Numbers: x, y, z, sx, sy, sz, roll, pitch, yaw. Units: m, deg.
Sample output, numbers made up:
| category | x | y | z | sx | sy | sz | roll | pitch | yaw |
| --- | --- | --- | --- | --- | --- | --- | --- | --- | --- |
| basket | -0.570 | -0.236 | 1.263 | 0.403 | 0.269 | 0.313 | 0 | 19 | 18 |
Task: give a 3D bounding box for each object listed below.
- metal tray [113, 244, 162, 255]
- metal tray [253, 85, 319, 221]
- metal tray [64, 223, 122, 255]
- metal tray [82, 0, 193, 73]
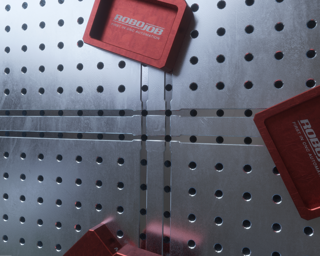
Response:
| category | x | y | z | sx | sy | sz | roll | pitch | yaw |
| --- | --- | --- | --- | --- | --- | --- | --- | --- | --- |
| metal tray | -0.021 | 0.223 | 0.384 | 0.090 | 0.030 | 0.129 | 10 | 93 | 19 |
| metal tray | 0.175 | 0.026 | 0.348 | 0.090 | 0.030 | 0.129 | -26 | 82 | 17 |
| metal tray | -0.077 | 0.214 | 0.436 | 0.090 | 0.030 | 0.130 | -46 | 76 | 14 |
| metal tray | -0.032 | -0.138 | 0.420 | 0.130 | 0.030 | 0.089 | 22 | 97 | 18 |
